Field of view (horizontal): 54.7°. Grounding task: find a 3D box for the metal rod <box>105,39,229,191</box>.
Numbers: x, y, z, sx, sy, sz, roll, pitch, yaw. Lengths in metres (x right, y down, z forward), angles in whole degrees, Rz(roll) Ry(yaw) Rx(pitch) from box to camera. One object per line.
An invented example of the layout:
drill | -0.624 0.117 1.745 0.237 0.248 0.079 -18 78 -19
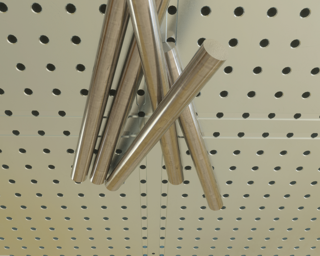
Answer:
metal rod | -0.013 0.010 0.375 0.025 0.025 0.298 19 141 -16

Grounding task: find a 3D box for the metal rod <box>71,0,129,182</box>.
metal rod | -0.077 -0.035 0.380 0.025 0.025 0.298 14 129 -12

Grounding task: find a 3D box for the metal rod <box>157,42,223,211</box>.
metal rod | 0.049 0.021 0.429 0.025 0.025 0.299 -14 129 11

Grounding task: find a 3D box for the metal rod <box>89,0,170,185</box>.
metal rod | -0.047 -0.030 0.385 0.025 0.025 0.298 15 129 -13

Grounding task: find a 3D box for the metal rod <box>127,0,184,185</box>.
metal rod | 0.003 -0.023 0.371 0.025 0.025 0.299 -7 137 5
